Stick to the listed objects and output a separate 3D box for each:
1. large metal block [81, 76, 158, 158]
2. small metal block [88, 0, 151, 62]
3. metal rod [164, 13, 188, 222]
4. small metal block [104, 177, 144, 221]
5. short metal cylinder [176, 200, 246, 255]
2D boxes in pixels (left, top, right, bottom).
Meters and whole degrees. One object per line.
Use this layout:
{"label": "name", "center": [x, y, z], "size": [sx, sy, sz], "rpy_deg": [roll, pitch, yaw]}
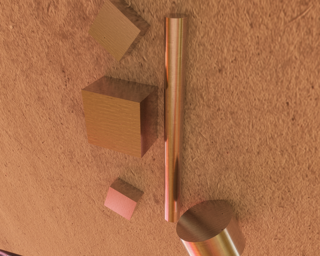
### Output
{"label": "large metal block", "center": [-0.050, -0.016, 0.406], "size": [0.080, 0.050, 0.079], "rpy_deg": [14, 124, 20]}
{"label": "small metal block", "center": [-0.048, -0.115, 0.360], "size": [0.050, 0.025, 0.050], "rpy_deg": [44, 129, -3]}
{"label": "metal rod", "center": [0.018, 0.010, 0.402], "size": [0.025, 0.025, 0.298], "rpy_deg": [13, 124, 21]}
{"label": "small metal block", "center": [-0.060, 0.116, 0.508], "size": [0.050, 0.025, 0.050], "rpy_deg": [28, 128, 9]}
{"label": "short metal cylinder", "center": [0.069, 0.144, 0.423], "size": [0.080, 0.080, 0.050], "rpy_deg": [-14, 111, 33]}
